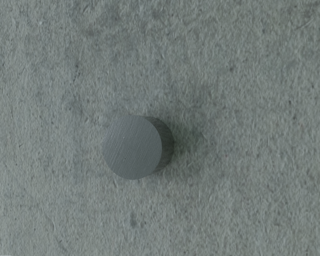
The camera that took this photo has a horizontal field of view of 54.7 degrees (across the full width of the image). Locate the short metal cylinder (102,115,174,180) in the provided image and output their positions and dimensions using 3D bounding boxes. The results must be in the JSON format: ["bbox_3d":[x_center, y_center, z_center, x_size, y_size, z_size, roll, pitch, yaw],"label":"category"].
[{"bbox_3d":[-0.027,0.024,0.404,0.080,0.050,0.079,0,90,19],"label":"short metal cylinder"}]
